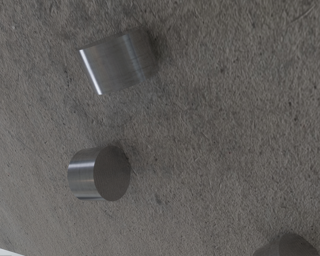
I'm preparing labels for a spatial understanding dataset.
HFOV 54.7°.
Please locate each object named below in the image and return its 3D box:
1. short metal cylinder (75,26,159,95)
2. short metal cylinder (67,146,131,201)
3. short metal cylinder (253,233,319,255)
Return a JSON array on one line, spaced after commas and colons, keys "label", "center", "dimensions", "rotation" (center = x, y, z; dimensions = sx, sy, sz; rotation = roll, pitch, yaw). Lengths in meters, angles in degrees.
[{"label": "short metal cylinder", "center": [-0.046, -0.077, 0.348], "dimensions": [0.080, 0.080, 0.050], "rotation": [-6, 115, 31]}, {"label": "short metal cylinder", "center": [-0.089, 0.068, 0.460], "dimensions": [0.050, 0.080, 0.080], "rotation": [-8, 115, 32]}, {"label": "short metal cylinder", "center": [0.166, 0.184, 0.397], "dimensions": [0.080, 0.080, 0.050], "rotation": [39, 129, 1]}]
